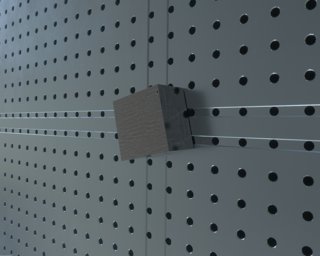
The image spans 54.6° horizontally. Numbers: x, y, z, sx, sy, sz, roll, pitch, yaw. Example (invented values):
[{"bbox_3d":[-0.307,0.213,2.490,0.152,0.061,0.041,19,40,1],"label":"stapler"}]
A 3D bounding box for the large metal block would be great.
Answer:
[{"bbox_3d":[-0.010,-0.005,0.401,0.080,0.050,0.080,-15,81,39],"label":"large metal block"}]
